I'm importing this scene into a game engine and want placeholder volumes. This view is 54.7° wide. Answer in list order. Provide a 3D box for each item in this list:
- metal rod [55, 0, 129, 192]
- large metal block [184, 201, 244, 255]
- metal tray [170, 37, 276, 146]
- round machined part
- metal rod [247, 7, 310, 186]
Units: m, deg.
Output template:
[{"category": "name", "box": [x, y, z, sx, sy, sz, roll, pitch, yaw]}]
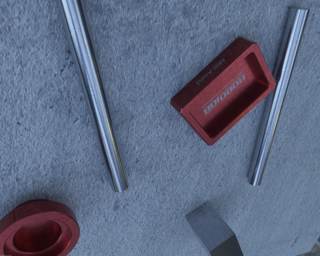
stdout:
[{"category": "metal rod", "box": [-0.073, -0.042, 0.342, 0.025, 0.025, 0.298, -20, 127, -17]}, {"category": "large metal block", "box": [0.095, 0.190, 0.543, 0.050, 0.080, 0.080, -32, 129, -8]}, {"category": "metal tray", "box": [0.089, -0.047, 0.424, 0.130, 0.030, 0.090, -43, 130, 1]}, {"category": "round machined part", "box": [-0.156, 0.129, 0.392, 0.099, 0.042, 0.097, -14, 125, -21]}, {"category": "metal rod", "box": [0.179, -0.031, 0.487, 0.025, 0.025, 0.298, -11, 123, -23]}]
